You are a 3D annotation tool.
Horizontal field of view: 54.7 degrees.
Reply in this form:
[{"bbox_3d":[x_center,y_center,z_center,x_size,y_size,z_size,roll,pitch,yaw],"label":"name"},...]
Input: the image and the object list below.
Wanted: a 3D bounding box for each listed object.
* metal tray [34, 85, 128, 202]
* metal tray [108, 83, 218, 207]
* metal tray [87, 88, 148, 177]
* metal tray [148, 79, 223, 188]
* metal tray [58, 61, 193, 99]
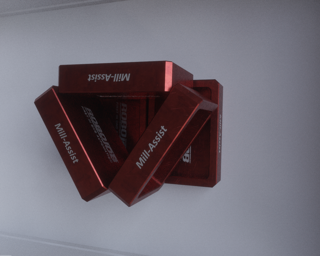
[{"bbox_3d":[-0.083,0.015,0.371,0.030,0.090,0.130,-33,80,18],"label":"metal tray"},{"bbox_3d":[0.007,0.018,0.339,0.030,0.090,0.129,37,102,16],"label":"metal tray"},{"bbox_3d":[-0.055,0.003,0.427,0.090,0.030,0.129,1,89,20],"label":"metal tray"},{"bbox_3d":[0.031,0.006,0.396,0.090,0.030,0.129,1,90,20],"label":"metal tray"},{"bbox_3d":[-0.036,-0.051,0.354,0.130,0.090,0.030,2,91,20],"label":"metal tray"}]
